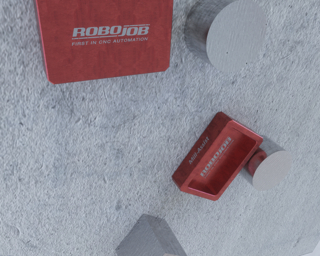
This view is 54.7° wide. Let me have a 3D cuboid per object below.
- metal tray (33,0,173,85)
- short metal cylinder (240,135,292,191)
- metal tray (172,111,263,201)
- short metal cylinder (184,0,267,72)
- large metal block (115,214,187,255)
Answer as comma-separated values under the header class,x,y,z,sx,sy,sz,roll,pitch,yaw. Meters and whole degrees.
class,x,y,z,sx,sy,sz,roll,pitch,yaw
metal tray,-0.053,-0.098,0.314,0.131,0.030,0.089,-11,123,-23
short metal cylinder,0.172,0.058,0.521,0.081,0.050,0.079,-14,124,-21
metal tray,0.090,0.048,0.481,0.090,0.030,0.129,25,105,-37
short metal cylinder,0.075,-0.112,0.363,0.081,0.050,0.079,-14,124,-21
large metal block,-0.015,0.196,0.484,0.050,0.080,0.080,28,103,-38
